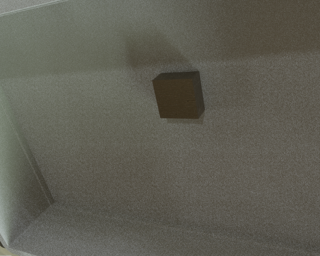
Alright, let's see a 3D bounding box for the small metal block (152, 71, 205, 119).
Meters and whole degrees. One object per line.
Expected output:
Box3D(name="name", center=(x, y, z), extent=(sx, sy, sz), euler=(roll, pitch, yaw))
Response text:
Box3D(name="small metal block", center=(0.023, -0.039, 0.373), extent=(0.050, 0.025, 0.050), euler=(2, 119, 27))
